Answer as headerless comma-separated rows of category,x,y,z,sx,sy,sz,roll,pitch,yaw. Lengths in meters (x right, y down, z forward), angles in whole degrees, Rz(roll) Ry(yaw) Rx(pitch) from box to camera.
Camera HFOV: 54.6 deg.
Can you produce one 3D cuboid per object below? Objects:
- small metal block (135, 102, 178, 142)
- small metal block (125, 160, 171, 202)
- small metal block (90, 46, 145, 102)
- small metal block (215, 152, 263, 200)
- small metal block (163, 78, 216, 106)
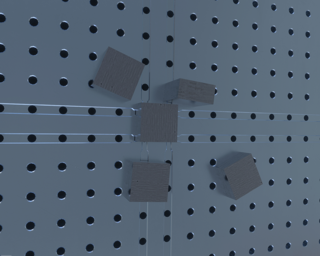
small metal block,-0.005,-0.007,0.411,0.050,0.025,0.050,2,90,-20
small metal block,-0.016,0.069,0.407,0.050,0.025,0.050,6,88,-20
small metal block,-0.054,-0.067,0.393,0.050,0.025,0.050,23,82,-19
small metal block,0.116,0.070,0.455,0.050,0.025,0.050,-25,99,-18
small metal block,0.038,-0.046,0.413,0.050,0.050,0.025,8,88,-20
